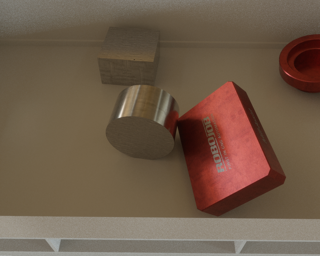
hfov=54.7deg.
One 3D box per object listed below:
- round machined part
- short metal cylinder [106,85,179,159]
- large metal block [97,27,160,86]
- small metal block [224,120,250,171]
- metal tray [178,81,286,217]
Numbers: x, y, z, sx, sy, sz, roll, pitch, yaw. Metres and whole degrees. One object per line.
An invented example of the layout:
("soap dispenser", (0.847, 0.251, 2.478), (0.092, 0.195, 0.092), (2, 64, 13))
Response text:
("round machined part", (0.230, -0.091, 0.462), (0.098, 0.042, 0.098), (-10, 53, 14))
("short metal cylinder", (-0.019, -0.006, 0.374), (0.080, 0.080, 0.050), (7, 51, 5))
("large metal block", (-0.045, -0.111, 0.481), (0.080, 0.050, 0.080), (5, 50, 4))
("small metal block", (0.093, 0.019, 0.374), (0.025, 0.050, 0.050), (10, 51, 7))
("metal tray", (0.072, 0.021, 0.349), (0.030, 0.090, 0.130), (28, 37, -37))
